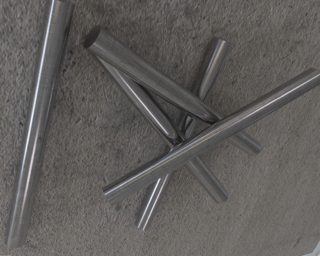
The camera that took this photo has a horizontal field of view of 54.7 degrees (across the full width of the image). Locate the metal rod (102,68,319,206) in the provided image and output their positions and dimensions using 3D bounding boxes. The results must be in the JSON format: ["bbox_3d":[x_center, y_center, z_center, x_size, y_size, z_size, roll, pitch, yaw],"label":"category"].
[{"bbox_3d":[0.068,0.008,0.382,0.301,0.025,0.025,-30,129,-6],"label":"metal rod"}]

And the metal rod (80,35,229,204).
[{"bbox_3d":[0.011,0.005,0.389,0.025,0.025,0.300,-40,122,-1],"label":"metal rod"}]

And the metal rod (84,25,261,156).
[{"bbox_3d":[0.040,-0.026,0.378,0.301,0.025,0.025,29,102,-39],"label":"metal rod"}]

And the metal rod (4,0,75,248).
[{"bbox_3d":[-0.137,0.013,0.339,0.025,0.025,0.298,6,116,-31],"label":"metal rod"}]

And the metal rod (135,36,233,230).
[{"bbox_3d":[0.026,0.021,0.433,0.025,0.025,0.298,9,114,-32],"label":"metal rod"}]
